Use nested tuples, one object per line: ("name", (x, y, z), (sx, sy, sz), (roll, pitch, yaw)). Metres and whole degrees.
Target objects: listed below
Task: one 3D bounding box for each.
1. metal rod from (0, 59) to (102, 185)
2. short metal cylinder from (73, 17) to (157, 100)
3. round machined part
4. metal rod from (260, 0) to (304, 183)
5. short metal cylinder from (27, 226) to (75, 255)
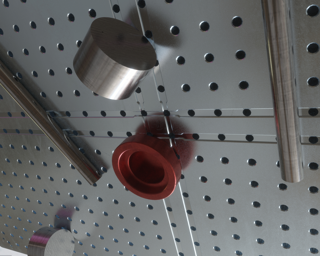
("metal rod", (-0.201, -0.026, 0.500), (0.025, 0.025, 0.300), (-33, 100, 38))
("short metal cylinder", (-0.051, -0.079, 0.354), (0.080, 0.080, 0.050), (42, 129, -1))
("round machined part", (-0.015, 0.051, 0.440), (0.098, 0.042, 0.097), (13, 124, 21))
("metal rod", (0.117, -0.074, 0.303), (0.025, 0.025, 0.298), (-2, 118, 29))
("short metal cylinder", (-0.228, 0.252, 0.652), (0.050, 0.080, 0.080), (-3, 117, 30))
